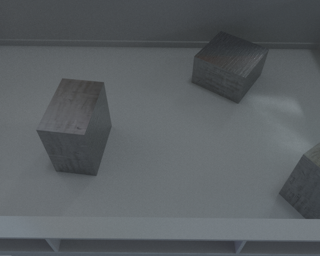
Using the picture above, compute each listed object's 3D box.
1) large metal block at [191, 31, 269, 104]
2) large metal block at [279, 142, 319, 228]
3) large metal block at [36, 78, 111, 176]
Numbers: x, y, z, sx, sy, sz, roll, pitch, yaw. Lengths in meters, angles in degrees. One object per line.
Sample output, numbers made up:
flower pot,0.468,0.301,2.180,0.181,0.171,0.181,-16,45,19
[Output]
large metal block,0.105,-0.094,0.469,0.080,0.050,0.080,29,55,21
large metal block,0.185,0.049,0.331,0.081,0.080,0.050,-28,56,-22
large metal block,-0.096,0.000,0.369,0.050,0.080,0.080,6,50,4
